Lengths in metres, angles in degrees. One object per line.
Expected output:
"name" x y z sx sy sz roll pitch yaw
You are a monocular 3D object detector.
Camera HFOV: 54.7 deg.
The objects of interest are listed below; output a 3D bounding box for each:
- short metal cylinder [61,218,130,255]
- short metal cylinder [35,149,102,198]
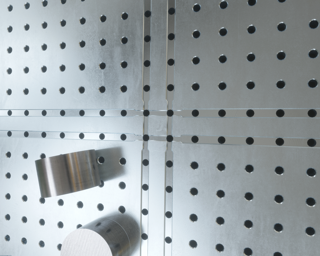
"short metal cylinder" -0.089 0.172 0.431 0.080 0.050 0.079 0 90 20
"short metal cylinder" -0.126 0.062 0.428 0.080 0.080 0.050 -13 86 19
